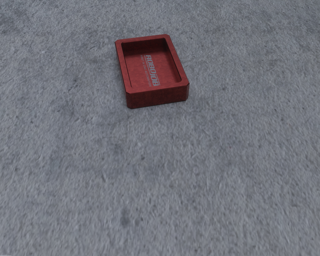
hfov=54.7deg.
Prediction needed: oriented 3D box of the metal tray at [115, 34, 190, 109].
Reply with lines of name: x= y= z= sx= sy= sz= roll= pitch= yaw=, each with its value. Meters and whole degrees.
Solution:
metal tray: x=-0.016 y=-0.091 z=0.476 sx=0.091 sy=0.030 sz=0.130 roll=-9 pitch=51 yaw=-8
